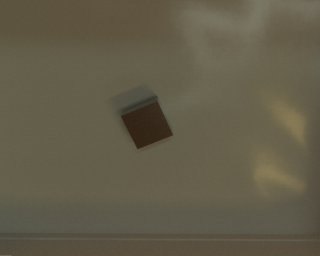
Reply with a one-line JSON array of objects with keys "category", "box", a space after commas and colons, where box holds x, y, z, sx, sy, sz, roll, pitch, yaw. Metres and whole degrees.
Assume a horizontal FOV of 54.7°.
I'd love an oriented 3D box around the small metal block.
[{"category": "small metal block", "box": [-0.016, -0.007, 0.405, 0.050, 0.025, 0.050, -22, 109, 7]}]
